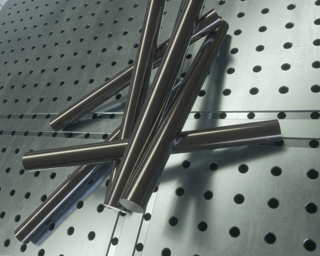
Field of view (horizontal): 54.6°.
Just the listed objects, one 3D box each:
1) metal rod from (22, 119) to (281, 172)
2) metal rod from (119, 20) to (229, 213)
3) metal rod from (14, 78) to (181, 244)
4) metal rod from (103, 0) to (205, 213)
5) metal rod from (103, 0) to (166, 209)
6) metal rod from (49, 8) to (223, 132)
[{"bbox_3d":[-0.017,0.022,0.364,0.301,0.025,0.025,-8,58,9],"label":"metal rod"},{"bbox_3d":[0.031,-0.038,0.370,0.025,0.025,0.301,4,49,30],"label":"metal rod"},{"bbox_3d":[-0.081,0.040,0.427,0.300,0.025,0.025,-46,51,-4],"label":"metal rod"},{"bbox_3d":[0.003,-0.050,0.366,0.025,0.025,0.300,6,64,31],"label":"metal rod"},{"bbox_3d":[-0.030,-0.045,0.411,0.025,0.025,0.299,4,76,30],"label":"metal rod"},{"bbox_3d":[-0.045,-0.078,0.459,0.300,0.025,0.025,-30,52,16],"label":"metal rod"}]
